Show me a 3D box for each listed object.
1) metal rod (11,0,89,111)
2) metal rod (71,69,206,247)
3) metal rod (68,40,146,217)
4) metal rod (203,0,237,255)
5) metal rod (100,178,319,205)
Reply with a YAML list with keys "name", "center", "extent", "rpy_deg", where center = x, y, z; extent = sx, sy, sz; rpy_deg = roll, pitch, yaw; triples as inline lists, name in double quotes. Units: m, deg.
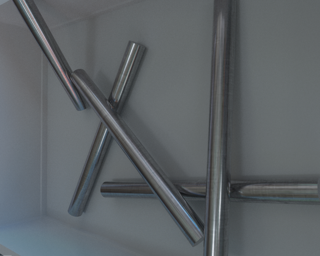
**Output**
- name: "metal rod"
  center: [-0.175, -0.149, 0.431]
  extent: [0.025, 0.025, 0.299]
  rpy_deg: [13, 138, 39]
- name: "metal rod"
  center: [-0.040, 0.020, 0.406]
  extent: [0.300, 0.025, 0.025]
  rpy_deg: [50, 119, 28]
- name: "metal rod"
  center: [-0.088, 0.012, 0.479]
  extent: [0.025, 0.025, 0.298]
  rpy_deg: [36, 112, 34]
- name: "metal rod"
  center: [0.064, 0.001, 0.330]
  extent: [0.025, 0.025, 0.298]
  rpy_deg: [-2, 82, 40]
- name: "metal rod"
  center: [0.033, 0.076, 0.379]
  extent: [0.300, 0.025, 0.025]
  rpy_deg: [-9, 84, 39]
